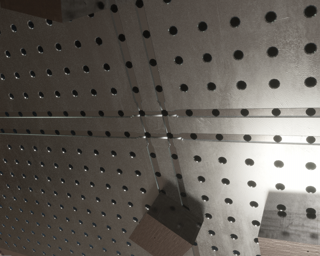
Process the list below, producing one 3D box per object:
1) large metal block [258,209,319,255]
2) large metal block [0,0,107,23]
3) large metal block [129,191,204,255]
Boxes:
[{"bbox_3d":[0.176,0.156,0.399,0.080,0.050,0.080,-2,118,29],"label":"large metal block"},{"bbox_3d":[-0.115,-0.156,0.338,0.080,0.080,0.050,19,126,17],"label":"large metal block"},{"bbox_3d":[0.009,0.160,0.488,0.080,0.050,0.079,34,129,5],"label":"large metal block"}]
